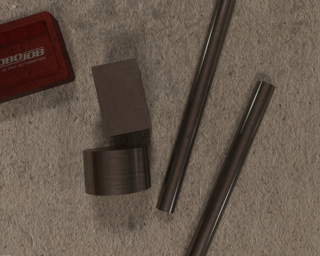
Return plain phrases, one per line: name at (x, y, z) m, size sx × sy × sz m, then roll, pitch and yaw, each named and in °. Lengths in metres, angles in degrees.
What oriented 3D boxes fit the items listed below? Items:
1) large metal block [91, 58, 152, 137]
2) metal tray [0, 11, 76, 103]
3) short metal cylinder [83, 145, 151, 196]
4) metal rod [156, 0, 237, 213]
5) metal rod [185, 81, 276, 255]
large metal block at (-0.044, -0.034, 0.382) m, size 0.050 × 0.080 × 0.080 m, roll -12°, pitch 90°, yaw 0°
metal tray at (-0.189, -0.088, 0.404) m, size 0.131 × 0.030 × 0.090 m, roll -17°, pitch 90°, yaw -1°
short metal cylinder at (-0.052, 0.050, 0.382) m, size 0.081 × 0.080 × 0.050 m, roll -3°, pitch 90°, yaw -1°
metal rod at (0.049, -0.035, 0.410) m, size 0.025 × 0.025 × 0.298 m, roll 16°, pitch 90°, yaw -1°
metal rod at (0.084, 0.080, 0.411) m, size 0.025 × 0.025 × 0.299 m, roll 23°, pitch 90°, yaw -1°
